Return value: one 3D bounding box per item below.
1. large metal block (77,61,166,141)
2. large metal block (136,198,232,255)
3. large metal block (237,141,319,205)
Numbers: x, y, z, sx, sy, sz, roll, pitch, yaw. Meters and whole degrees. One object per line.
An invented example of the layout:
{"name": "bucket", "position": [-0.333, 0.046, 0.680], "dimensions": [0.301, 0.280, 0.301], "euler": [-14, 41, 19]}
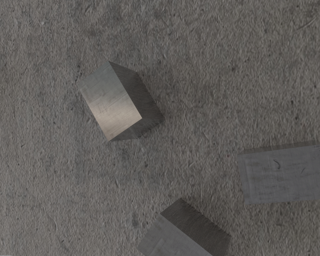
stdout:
{"name": "large metal block", "position": [-0.046, -0.031, 0.396], "dimensions": [0.050, 0.080, 0.080], "euler": [-34, 79, 17]}
{"name": "large metal block", "position": [0.032, 0.136, 0.368], "dimensions": [0.080, 0.080, 0.050], "euler": [35, 101, 16]}
{"name": "large metal block", "position": [0.132, 0.045, 0.333], "dimensions": [0.080, 0.080, 0.050], "euler": [-10, 87, 20]}
